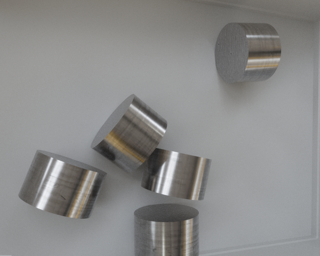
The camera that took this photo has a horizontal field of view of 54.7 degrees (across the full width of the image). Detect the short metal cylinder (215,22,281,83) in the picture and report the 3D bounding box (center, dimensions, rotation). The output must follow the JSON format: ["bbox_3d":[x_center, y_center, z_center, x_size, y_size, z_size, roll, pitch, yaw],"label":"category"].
[{"bbox_3d":[0.118,-0.103,0.426,0.050,0.080,0.079,-6,93,-20],"label":"short metal cylinder"}]

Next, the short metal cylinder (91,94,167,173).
[{"bbox_3d":[-0.037,0.006,0.369,0.050,0.080,0.080,39,77,-16],"label":"short metal cylinder"}]

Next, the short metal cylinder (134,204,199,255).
[{"bbox_3d":[0.008,0.130,0.386,0.081,0.080,0.050,-1,91,-20],"label":"short metal cylinder"}]

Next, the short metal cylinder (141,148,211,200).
[{"bbox_3d":[0.021,0.056,0.390,0.081,0.080,0.050,13,86,-20],"label":"short metal cylinder"}]

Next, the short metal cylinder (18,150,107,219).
[{"bbox_3d":[-0.106,0.061,0.343,0.080,0.080,0.050,22,83,-19],"label":"short metal cylinder"}]
